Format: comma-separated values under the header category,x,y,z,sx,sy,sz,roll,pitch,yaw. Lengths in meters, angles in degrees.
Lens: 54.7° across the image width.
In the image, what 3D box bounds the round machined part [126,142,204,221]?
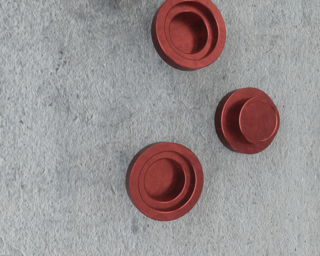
category,x,y,z,sx,sy,sz,roll,pitch,yaw
round machined part,0.003,0.066,0.401,0.099,0.042,0.097,0,90,-20

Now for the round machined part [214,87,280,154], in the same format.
category,x,y,z,sx,sy,sz,roll,pitch,yaw
round machined part,0.132,-0.010,0.448,0.099,0.042,0.097,0,90,-20

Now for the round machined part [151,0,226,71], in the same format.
category,x,y,z,sx,sy,sz,roll,pitch,yaw
round machined part,0.034,-0.124,0.412,0.099,0.042,0.097,0,90,-20
